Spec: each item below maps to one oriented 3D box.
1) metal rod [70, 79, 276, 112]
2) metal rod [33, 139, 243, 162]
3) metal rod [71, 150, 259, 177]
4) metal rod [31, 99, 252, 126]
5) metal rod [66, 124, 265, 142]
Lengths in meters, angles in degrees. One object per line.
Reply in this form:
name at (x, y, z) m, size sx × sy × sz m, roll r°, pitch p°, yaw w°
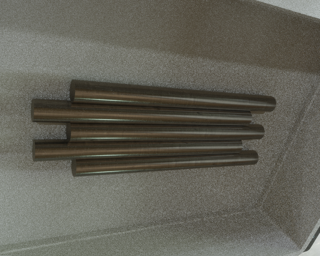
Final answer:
metal rod at (0.038, -0.038, 0.406) m, size 0.303 × 0.025 × 0.025 m, roll 1°, pitch 118°, yaw -29°
metal rod at (-0.009, 0.026, 0.420) m, size 0.303 × 0.025 × 0.025 m, roll 1°, pitch 118°, yaw -29°
metal rod at (0.026, 0.049, 0.453) m, size 0.303 × 0.025 × 0.025 m, roll 1°, pitch 118°, yaw -29°
metal rod at (-0.001, -0.017, 0.397) m, size 0.303 × 0.025 × 0.025 m, roll 1°, pitch 118°, yaw -29°
metal rod at (0.028, 0.005, 0.427) m, size 0.303 × 0.025 × 0.025 m, roll 1°, pitch 118°, yaw -29°
